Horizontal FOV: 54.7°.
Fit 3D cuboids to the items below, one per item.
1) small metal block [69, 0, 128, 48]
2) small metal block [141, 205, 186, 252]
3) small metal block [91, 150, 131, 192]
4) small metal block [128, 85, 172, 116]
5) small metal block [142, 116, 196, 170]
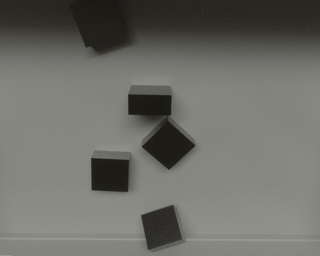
[{"bbox_3d":[-0.070,-0.127,0.363,0.050,0.025,0.050,-16,110,5],"label":"small metal block"},{"bbox_3d":[0.005,0.146,0.449,0.050,0.050,0.025,-20,147,6],"label":"small metal block"},{"bbox_3d":[-0.068,0.060,0.433,0.050,0.025,0.050,3,110,-2],"label":"small metal block"},{"bbox_3d":[-0.012,-0.035,0.385,0.050,0.050,0.025,1,110,-1],"label":"small metal block"},{"bbox_3d":[0.011,0.020,0.419,0.050,0.025,0.050,42,104,-14],"label":"small metal block"}]
